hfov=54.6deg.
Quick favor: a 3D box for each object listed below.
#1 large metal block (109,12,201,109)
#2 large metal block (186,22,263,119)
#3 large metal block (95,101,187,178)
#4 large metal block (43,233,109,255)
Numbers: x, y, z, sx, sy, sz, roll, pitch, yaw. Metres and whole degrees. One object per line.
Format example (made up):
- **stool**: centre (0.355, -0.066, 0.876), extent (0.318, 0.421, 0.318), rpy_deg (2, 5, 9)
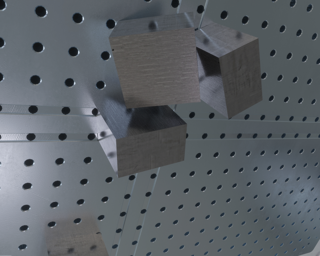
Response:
- **large metal block**: centre (-0.001, -0.071, 0.329), extent (0.080, 0.050, 0.080), rpy_deg (-5, 126, 8)
- **large metal block**: centre (0.073, -0.070, 0.370), extent (0.050, 0.080, 0.080), rpy_deg (-28, 128, -13)
- **large metal block**: centre (-0.024, 0.006, 0.365), extent (0.081, 0.080, 0.050), rpy_deg (-12, 124, -22)
- **large metal block**: centre (-0.127, 0.206, 0.453), extent (0.081, 0.050, 0.079), rpy_deg (3, 117, -30)
